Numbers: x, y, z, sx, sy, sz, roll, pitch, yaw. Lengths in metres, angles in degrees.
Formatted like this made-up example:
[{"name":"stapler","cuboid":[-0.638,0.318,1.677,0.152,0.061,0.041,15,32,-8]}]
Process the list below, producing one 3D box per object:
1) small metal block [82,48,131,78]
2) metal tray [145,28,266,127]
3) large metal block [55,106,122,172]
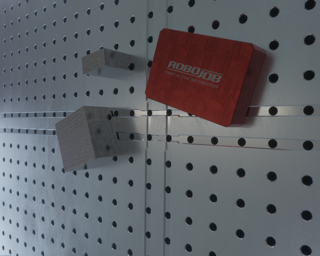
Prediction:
[{"name":"small metal block","cuboid":[-0.079,-0.094,0.458,0.050,0.050,0.025,-9,84,39]},{"name":"metal tray","cuboid":[0.047,-0.062,0.368,0.130,0.030,0.089,24,105,37]},{"name":"large metal block","cuboid":[-0.114,0.018,0.487,0.080,0.050,0.080,-25,74,37]}]
